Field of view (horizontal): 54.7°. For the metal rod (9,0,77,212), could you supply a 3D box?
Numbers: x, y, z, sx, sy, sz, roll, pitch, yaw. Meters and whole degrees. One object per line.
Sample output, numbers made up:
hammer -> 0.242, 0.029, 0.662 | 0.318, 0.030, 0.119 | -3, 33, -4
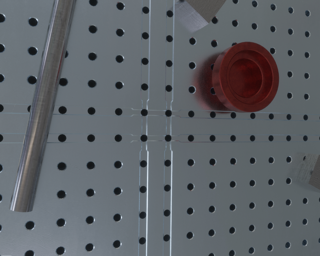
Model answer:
metal rod -> -0.132, -0.054, 0.363 | 0.025, 0.025, 0.298 | 12, 86, -20

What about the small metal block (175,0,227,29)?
small metal block -> 0.058, -0.178, 0.434 | 0.050, 0.025, 0.050 | 39, 78, -16

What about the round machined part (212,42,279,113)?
round machined part -> 0.118, -0.071, 0.447 | 0.099, 0.042, 0.097 | 0, 90, -20

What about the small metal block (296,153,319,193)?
small metal block -> 0.260, 0.075, 0.508 | 0.050, 0.025, 0.050 | 28, 81, -18
